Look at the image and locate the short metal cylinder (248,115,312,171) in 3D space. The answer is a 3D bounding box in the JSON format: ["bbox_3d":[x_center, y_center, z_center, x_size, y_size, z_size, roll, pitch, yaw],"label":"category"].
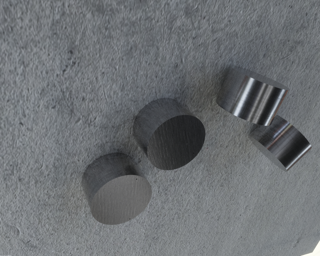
[{"bbox_3d":[0.187,0.023,0.487,0.050,0.080,0.080,-45,129,3],"label":"short metal cylinder"}]

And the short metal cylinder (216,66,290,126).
[{"bbox_3d":[0.121,-0.044,0.410,0.081,0.080,0.050,7,115,-32],"label":"short metal cylinder"}]

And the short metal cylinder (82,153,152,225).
[{"bbox_3d":[-0.057,0.080,0.408,0.081,0.050,0.079,-14,124,-21],"label":"short metal cylinder"}]

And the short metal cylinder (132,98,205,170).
[{"bbox_3d":[0.011,0.007,0.401,0.081,0.050,0.079,-14,124,-21],"label":"short metal cylinder"}]
